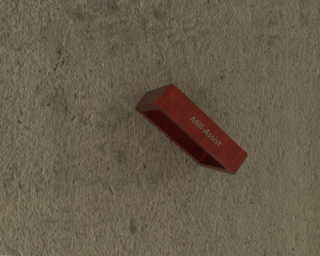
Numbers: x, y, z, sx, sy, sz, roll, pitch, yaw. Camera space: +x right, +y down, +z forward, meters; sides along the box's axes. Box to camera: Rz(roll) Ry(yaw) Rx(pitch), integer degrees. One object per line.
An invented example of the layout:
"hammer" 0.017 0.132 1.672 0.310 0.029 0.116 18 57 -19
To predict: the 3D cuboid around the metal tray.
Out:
"metal tray" 0.036 0.003 0.390 0.130 0.090 0.030 41 77 -16
